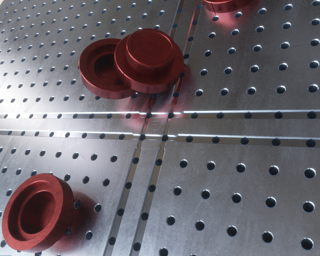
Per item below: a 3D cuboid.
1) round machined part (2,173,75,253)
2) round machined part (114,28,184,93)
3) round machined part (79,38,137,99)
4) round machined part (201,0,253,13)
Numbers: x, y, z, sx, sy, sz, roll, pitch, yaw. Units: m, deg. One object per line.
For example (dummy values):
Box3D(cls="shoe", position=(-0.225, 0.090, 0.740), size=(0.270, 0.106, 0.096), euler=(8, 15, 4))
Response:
Box3D(cls="round machined part", position=(-0.153, 0.112, 0.406), size=(0.098, 0.042, 0.098), euler=(-13, 56, 20))
Box3D(cls="round machined part", position=(-0.014, -0.101, 0.436), size=(0.099, 0.042, 0.098), euler=(4, 62, -8))
Box3D(cls="round machined part", position=(-0.069, -0.084, 0.464), size=(0.099, 0.042, 0.098), euler=(4, 62, -8))
Box3D(cls="round machined part", position=(0.106, -0.231, 0.482), size=(0.098, 0.042, 0.098), euler=(-13, 56, 20))
